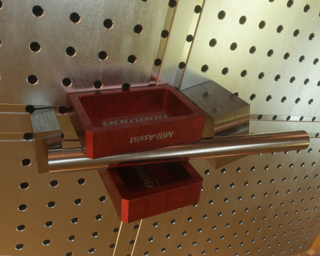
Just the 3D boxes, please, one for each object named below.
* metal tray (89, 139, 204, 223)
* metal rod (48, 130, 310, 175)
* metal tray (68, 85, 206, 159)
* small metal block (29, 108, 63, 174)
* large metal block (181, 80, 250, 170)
[{"bbox_3d":[-0.022,0.043,0.360,0.091,0.130,0.030,-9,123,-24],"label":"metal tray"},{"bbox_3d":[0.035,0.024,0.349,0.302,0.025,0.025,-4,121,-16],"label":"metal rod"},{"bbox_3d":[-0.027,-0.013,0.347,0.131,0.090,0.030,-9,123,-24],"label":"metal tray"},{"bbox_3d":[-0.124,0.013,0.336,0.025,0.050,0.050,-8,122,-25],"label":"small metal block"},{"bbox_3d":[0.072,-0.006,0.412,0.050,0.080,0.079,-21,127,-17],"label":"large metal block"}]
